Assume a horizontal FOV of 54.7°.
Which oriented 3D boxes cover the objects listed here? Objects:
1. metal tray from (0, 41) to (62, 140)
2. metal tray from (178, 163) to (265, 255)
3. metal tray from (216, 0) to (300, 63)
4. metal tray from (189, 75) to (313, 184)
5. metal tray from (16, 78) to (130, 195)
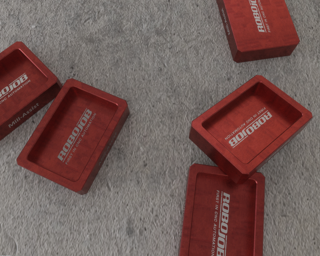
[{"bbox_3d":[-0.212,-0.047,0.420,0.130,0.030,0.090,-42,76,-14],"label":"metal tray"},{"bbox_3d":[0.072,0.113,0.364,0.091,0.030,0.130,8,70,3],"label":"metal tray"},{"bbox_3d":[0.143,-0.167,0.467,0.091,0.030,0.130,-9,70,-3],"label":"metal tray"},{"bbox_3d":[0.113,-0.003,0.388,0.131,0.030,0.090,-35,65,-22],"label":"metal tray"},{"bbox_3d":[-0.108,0.009,0.401,0.090,0.030,0.130,23,71,8],"label":"metal tray"}]
